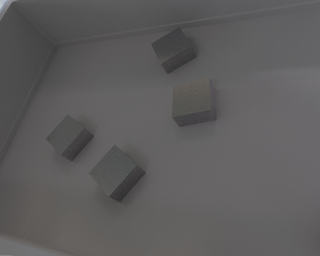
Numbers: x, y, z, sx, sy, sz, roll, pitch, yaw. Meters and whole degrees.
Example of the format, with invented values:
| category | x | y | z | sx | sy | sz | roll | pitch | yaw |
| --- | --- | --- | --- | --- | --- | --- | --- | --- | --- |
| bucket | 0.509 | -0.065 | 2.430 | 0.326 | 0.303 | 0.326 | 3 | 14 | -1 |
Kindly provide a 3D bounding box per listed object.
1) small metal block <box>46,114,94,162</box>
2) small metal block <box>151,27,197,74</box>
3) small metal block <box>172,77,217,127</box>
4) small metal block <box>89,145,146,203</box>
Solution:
| category | x | y | z | sx | sy | sz | roll | pitch | yaw |
| --- | --- | --- | --- | --- | --- | --- | --- | --- | --- |
| small metal block | -0.136 | 0.014 | 0.469 | 0.050 | 0.025 | 0.050 | 34 | 80 | 38 |
| small metal block | 0.020 | -0.117 | 0.467 | 0.050 | 0.025 | 0.050 | -29 | 52 | 10 |
| small metal block | 0.045 | -0.033 | 0.403 | 0.050 | 0.025 | 0.050 | -10 | 57 | 22 |
| small metal block | -0.055 | 0.058 | 0.399 | 0.050 | 0.025 | 0.050 | -48 | 51 | -6 |
